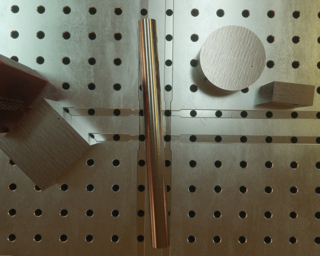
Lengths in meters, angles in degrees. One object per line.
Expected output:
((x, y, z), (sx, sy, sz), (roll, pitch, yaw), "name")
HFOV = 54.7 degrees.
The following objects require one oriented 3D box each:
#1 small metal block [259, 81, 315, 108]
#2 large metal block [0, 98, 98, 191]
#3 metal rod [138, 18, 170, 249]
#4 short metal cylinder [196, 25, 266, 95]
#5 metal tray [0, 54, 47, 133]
((0.163, -0.042, 0.403), (0.050, 0.050, 0.025), (6, 90, -1), "small metal block")
((-0.141, 0.020, 0.399), (0.080, 0.050, 0.080), (-44, 91, 0), "large metal block")
((-0.008, 0.007, 0.413), (0.025, 0.025, 0.298), (-4, 90, -1), "metal rod")
((0.089, -0.086, 0.402), (0.081, 0.050, 0.079), (0, 90, -1), "short metal cylinder")
((-0.191, -0.037, 0.358), (0.030, 0.130, 0.090), (37, 90, 0), "metal tray")
